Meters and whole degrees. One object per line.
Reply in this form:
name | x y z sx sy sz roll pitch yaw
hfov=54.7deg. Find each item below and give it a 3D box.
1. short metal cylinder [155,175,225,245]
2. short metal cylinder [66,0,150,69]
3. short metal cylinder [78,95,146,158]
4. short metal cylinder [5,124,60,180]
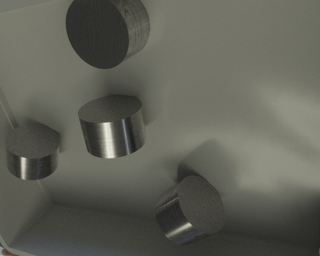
short metal cylinder | 0.041 0.111 0.421 0.080 0.080 0.050 45 129 -3
short metal cylinder | -0.058 -0.114 0.353 0.080 0.050 0.079 13 124 21
short metal cylinder | -0.061 -0.004 0.403 0.080 0.080 0.050 8 122 24
short metal cylinder | -0.207 0.038 0.506 0.080 0.080 0.050 27 128 11
